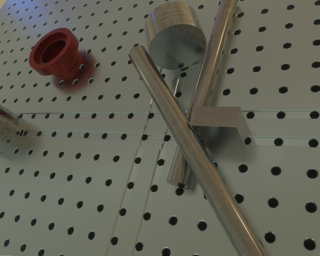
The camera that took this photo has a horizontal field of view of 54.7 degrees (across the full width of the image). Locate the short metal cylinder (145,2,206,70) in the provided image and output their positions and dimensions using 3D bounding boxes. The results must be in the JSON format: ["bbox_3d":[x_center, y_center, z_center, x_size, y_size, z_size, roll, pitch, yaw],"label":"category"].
[{"bbox_3d":[0.021,-0.130,0.442,0.080,0.080,0.050,-22,54,15],"label":"short metal cylinder"}]

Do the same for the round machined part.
[{"bbox_3d":[-0.193,-0.137,0.583,0.098,0.042,0.098,-13,56,21],"label":"round machined part"}]

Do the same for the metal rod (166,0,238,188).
[{"bbox_3d":[0.063,-0.066,0.415,0.025,0.025,0.300,5,64,30],"label":"metal rod"}]

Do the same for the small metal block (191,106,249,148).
[{"bbox_3d":[0.071,-0.001,0.356,0.050,0.050,0.025,3,63,29],"label":"small metal block"}]

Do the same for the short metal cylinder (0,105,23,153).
[{"bbox_3d":[-0.294,-0.001,0.547,0.080,0.050,0.080,-13,56,21],"label":"short metal cylinder"}]

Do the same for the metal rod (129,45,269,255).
[{"bbox_3d":[0.031,0.013,0.352,0.025,0.025,0.299,-32,61,7],"label":"metal rod"}]
